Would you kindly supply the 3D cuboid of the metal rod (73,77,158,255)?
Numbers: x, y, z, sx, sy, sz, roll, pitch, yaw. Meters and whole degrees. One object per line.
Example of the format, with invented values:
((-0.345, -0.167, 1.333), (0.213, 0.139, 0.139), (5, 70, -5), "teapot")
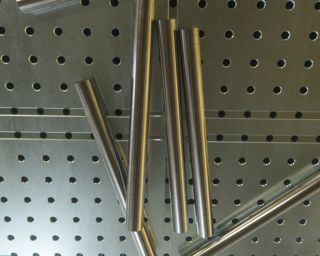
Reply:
((-0.056, 0.075, 0.440), (0.025, 0.025, 0.299), (-15, 110, 5), "metal rod")

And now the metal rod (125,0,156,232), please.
((-0.027, -0.005, 0.397), (0.025, 0.025, 0.298), (3, 105, -1), "metal rod")

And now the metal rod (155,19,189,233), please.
((0.019, 0.011, 0.417), (0.025, 0.025, 0.298), (-5, 110, 2), "metal rod")

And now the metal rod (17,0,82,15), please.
((-0.013, -0.177, 0.347), (0.301, 0.025, 0.025), (-13, 110, 4), "metal rod")

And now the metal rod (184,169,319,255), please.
((0.153, 0.131, 0.462), (0.300, 0.025, 0.025), (-38, 106, 12), "metal rod")

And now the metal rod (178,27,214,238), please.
((0.052, 0.020, 0.421), (0.025, 0.025, 0.298), (-7, 110, 2), "metal rod")
